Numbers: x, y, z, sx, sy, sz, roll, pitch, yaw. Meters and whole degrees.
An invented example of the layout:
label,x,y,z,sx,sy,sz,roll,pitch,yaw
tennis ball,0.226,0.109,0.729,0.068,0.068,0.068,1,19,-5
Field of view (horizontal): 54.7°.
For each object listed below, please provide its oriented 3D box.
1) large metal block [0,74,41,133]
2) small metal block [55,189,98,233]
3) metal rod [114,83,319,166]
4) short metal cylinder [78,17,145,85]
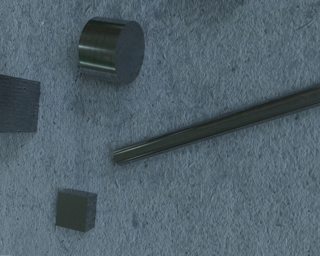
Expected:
label,x,y,z,sx,sy,sz,roll,pitch,yaw
large metal block,-0.229,-0.035,0.460,0.050,0.080,0.079,6,92,20
small metal block,-0.122,0.119,0.452,0.050,0.025,0.050,6,92,19
metal rod,0.078,-0.004,0.381,0.300,0.025,0.025,-18,84,19
short metal cylinder,-0.060,-0.100,0.401,0.050,0.080,0.080,14,95,19
